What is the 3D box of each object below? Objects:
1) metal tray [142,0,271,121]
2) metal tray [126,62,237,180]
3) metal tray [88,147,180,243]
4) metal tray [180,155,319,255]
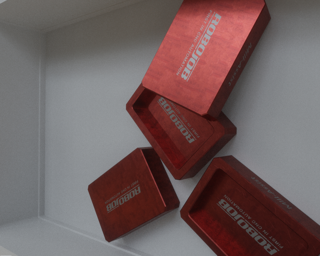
[{"bbox_3d":[0.048,-0.084,0.337,0.090,0.030,0.129,30,94,30],"label":"metal tray"},{"bbox_3d":[0.020,-0.013,0.385,0.090,0.030,0.130,-51,61,27],"label":"metal tray"},{"bbox_3d":[-0.042,0.095,0.436,0.130,0.030,0.090,-38,67,33],"label":"metal tray"},{"bbox_3d":[0.091,0.102,0.326,0.130,0.030,0.089,41,115,32],"label":"metal tray"}]
